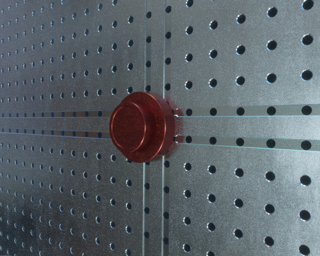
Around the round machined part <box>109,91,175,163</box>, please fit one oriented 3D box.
[{"bbox_3d":[-0.031,-0.001,0.422,0.098,0.042,0.097,0,90,39],"label":"round machined part"}]
